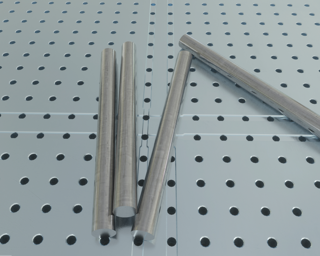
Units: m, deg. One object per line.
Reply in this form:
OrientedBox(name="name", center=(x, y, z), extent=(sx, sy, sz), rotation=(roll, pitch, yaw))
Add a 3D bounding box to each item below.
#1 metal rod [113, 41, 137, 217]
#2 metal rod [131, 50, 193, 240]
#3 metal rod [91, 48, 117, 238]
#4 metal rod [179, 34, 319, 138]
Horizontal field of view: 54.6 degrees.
OrientedBox(name="metal rod", center=(-0.044, -0.024, 0.419), extent=(0.025, 0.025, 0.300), rotation=(-2, 48, -2))
OrientedBox(name="metal rod", center=(0.011, -0.003, 0.410), extent=(0.025, 0.025, 0.300), rotation=(9, 50, 7))
OrientedBox(name="metal rod", center=(-0.071, -0.007, 0.412), extent=(0.025, 0.025, 0.300), rotation=(-4, 50, -3))
OrientedBox(name="metal rod", center=(0.140, -0.064, 0.461), extent=(0.025, 0.025, 0.300), rotation=(-34, 58, -25))
